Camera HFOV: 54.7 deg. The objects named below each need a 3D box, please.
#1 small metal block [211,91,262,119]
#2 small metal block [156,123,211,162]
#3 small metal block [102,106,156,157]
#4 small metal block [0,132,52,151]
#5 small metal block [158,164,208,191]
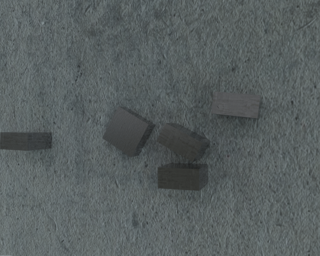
[{"bbox_3d":[0.091,-0.026,0.363,0.050,0.050,0.025,7,93,20],"label":"small metal block"},{"bbox_3d":[0.031,0.016,0.385,0.050,0.050,0.025,29,100,17],"label":"small metal block"},{"bbox_3d":[-0.043,0.005,0.424,0.050,0.025,0.050,31,100,17],"label":"small metal block"},{"bbox_3d":[-0.201,0.019,0.467,0.050,0.050,0.025,1,91,20],"label":"small metal block"},{"bbox_3d":[0.030,0.059,0.385,0.050,0.050,0.025,0,90,20],"label":"small metal block"}]
